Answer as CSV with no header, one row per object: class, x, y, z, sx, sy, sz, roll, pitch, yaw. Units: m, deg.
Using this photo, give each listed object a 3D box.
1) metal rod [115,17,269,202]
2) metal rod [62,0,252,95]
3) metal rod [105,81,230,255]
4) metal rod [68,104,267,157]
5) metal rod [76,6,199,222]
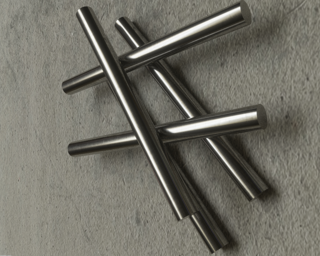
metal rod,0.024,-0.040,0.384,0.025,0.025,0.299,-50,61,28
metal rod,-0.030,-0.089,0.397,0.300,0.025,0.025,-12,83,39
metal rod,-0.007,0.022,0.410,0.025,0.025,0.299,-48,62,29
metal rod,-0.018,0.011,0.387,0.300,0.025,0.025,-11,83,39
metal rod,-0.037,-0.033,0.370,0.025,0.025,0.299,-42,65,32
